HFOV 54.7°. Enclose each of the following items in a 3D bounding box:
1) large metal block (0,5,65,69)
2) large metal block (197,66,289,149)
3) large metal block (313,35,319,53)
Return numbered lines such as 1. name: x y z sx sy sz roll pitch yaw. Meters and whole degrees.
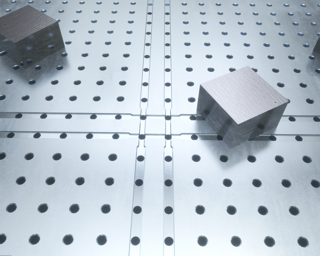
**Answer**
1. large metal block: -0.223 -0.154 0.518 0.080 0.050 0.080 33 57 24
2. large metal block: 0.107 -0.030 0.418 0.081 0.050 0.080 -23 54 -18
3. large metal block: 0.325 -0.149 0.521 0.080 0.050 0.080 -35 58 -26
